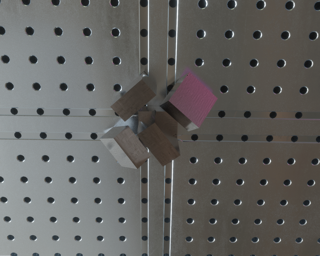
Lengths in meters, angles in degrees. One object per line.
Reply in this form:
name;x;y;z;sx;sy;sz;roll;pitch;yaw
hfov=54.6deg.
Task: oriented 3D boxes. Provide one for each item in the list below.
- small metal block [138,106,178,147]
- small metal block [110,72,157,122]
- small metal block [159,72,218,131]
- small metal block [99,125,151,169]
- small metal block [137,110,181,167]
small metal block;-0.003;-0.002;0.412;0.050;0.025;0.050;0;110;-2
small metal block;-0.031;-0.040;0.385;0.050;0.050;0.025;-39;106;13
small metal block;0.036;-0.032;0.387;0.050;0.025;0.050;41;65;-13
small metal block;-0.046;0.025;0.406;0.025;0.050;0.050;-43;109;-25
small metal block;-0.001;0.011;0.377;0.025;0.050;0.050;-35;107;11
